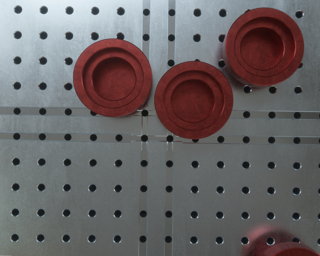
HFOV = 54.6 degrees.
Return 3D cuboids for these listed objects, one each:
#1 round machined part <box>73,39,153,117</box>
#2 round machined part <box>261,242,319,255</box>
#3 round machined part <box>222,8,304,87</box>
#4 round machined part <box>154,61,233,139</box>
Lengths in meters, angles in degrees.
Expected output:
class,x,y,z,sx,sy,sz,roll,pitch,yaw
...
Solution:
class,x,y,z,sx,sy,sz,roll,pitch,yaw
round machined part,-0.059,-0.062,0.404,0.099,0.042,0.097,0,90,0
round machined part,0.170,0.197,0.406,0.099,0.042,0.097,0,90,0
round machined part,0.130,-0.101,0.406,0.099,0.042,0.097,0,90,0
round machined part,0.042,-0.035,0.405,0.099,0.042,0.097,0,90,0
